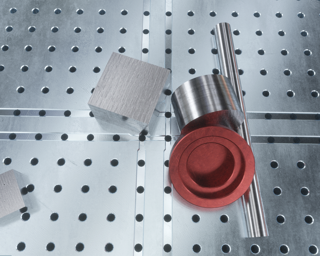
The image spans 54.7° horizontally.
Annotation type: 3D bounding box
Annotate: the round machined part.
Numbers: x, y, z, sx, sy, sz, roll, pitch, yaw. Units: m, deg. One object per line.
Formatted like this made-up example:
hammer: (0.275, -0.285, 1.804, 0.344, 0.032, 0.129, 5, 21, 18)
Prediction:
round machined part: (0.060, 0.042, 0.373, 0.099, 0.042, 0.097, 0, 100, 1)

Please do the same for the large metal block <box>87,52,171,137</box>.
large metal block: (-0.038, -0.044, 0.414, 0.080, 0.050, 0.080, 19, 71, 6)

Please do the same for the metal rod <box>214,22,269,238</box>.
metal rod: (0.105, -0.012, 0.417, 0.025, 0.025, 0.299, -4, 70, -2)

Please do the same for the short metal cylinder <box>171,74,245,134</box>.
short metal cylinder: (0.059, -0.023, 0.389, 0.081, 0.080, 0.050, -12, 64, -5)

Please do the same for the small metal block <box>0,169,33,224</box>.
small metal block: (-0.192, 0.085, 0.378, 0.050, 0.025, 0.050, -24, 72, -9)
